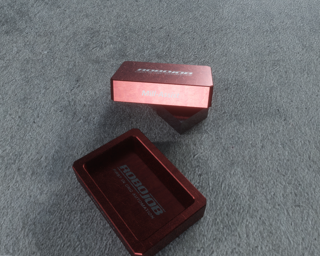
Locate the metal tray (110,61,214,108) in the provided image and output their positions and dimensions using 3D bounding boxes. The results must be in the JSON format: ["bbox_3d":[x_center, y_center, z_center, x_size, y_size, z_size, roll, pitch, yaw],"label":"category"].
[{"bbox_3d":[0.005,-0.063,0.431,0.131,0.030,0.090,5,28,4],"label":"metal tray"}]

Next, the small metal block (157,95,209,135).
[{"bbox_3d":[0.031,-0.026,0.425,0.050,0.025,0.050,-32,57,-24],"label":"small metal block"}]

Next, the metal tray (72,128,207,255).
[{"bbox_3d":[-0.025,0.067,0.342,0.091,0.030,0.130,-31,57,-24],"label":"metal tray"}]
